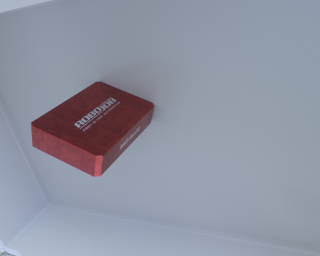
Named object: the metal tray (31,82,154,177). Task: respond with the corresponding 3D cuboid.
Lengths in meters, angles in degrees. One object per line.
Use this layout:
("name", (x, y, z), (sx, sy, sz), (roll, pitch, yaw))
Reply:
("metal tray", (-0.075, -0.006, 0.375), (0.090, 0.131, 0.030), (23, 127, 14))
